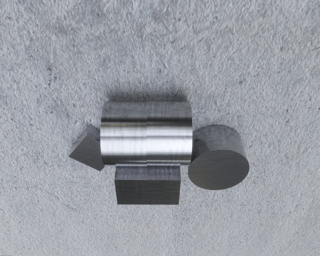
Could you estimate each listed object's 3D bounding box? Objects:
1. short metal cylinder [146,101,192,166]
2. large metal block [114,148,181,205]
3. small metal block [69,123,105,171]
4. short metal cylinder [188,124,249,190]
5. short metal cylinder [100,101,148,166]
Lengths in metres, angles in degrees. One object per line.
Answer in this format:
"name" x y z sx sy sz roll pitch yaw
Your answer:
"short metal cylinder" 0.010 0.006 0.379 0.050 0.080 0.079 1 130 -1
"large metal block" -0.015 0.056 0.421 0.081 0.080 0.050 1 130 -1
"small metal block" -0.090 0.028 0.432 0.050 0.025 0.050 30 124 -24
"short metal cylinder" 0.077 0.041 0.427 0.081 0.050 0.079 0 130 0
"short metal cylinder" -0.040 0.007 0.379 0.050 0.080 0.079 1 130 -1
